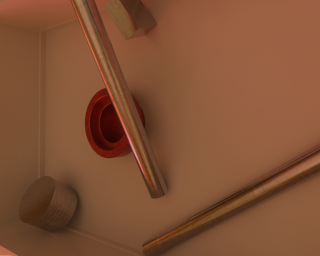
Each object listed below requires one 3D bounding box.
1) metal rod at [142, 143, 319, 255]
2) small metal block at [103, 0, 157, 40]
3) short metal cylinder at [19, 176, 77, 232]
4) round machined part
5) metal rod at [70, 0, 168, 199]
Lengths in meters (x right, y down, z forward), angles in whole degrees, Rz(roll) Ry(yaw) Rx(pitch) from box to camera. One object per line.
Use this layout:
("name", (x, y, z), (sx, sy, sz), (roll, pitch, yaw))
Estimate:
("metal rod", (0.083, 0.082, 0.336), (0.299, 0.025, 0.025), (-40, 66, 32))
("small metal block", (-0.038, -0.148, 0.409), (0.025, 0.050, 0.050), (-32, 94, 35))
("short metal cylinder", (-0.187, 0.127, 0.519), (0.080, 0.050, 0.080), (-21, 47, 25))
("round machined part", (-0.060, -0.007, 0.443), (0.098, 0.042, 0.097), (0, 90, 39))
("metal rod", (-0.051, -0.049, 0.370), (0.025, 0.025, 0.298), (-8, 109, 39))
